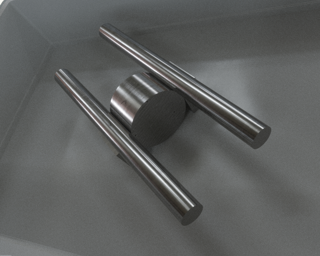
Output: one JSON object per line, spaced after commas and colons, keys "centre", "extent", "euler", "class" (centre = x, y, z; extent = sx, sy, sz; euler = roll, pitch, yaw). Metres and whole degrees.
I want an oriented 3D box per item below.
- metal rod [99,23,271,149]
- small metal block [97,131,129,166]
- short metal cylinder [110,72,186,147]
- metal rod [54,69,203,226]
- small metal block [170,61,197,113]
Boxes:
{"centre": [0.006, -0.069, 0.378], "extent": [0.025, 0.025, 0.300], "euler": [-45, 51, -4], "class": "metal rod"}
{"centre": [-0.046, 0.022, 0.397], "extent": [0.025, 0.050, 0.050], "euler": [-45, 51, -3], "class": "small metal block"}
{"centre": [-0.015, -0.023, 0.389], "extent": [0.080, 0.080, 0.050], "euler": [-45, 51, -3], "class": "short metal cylinder"}
{"centre": [-0.059, 0.000, 0.370], "extent": [0.025, 0.025, 0.300], "euler": [-45, 51, -4], "class": "metal rod"}
{"centre": [0.029, -0.053, 0.403], "extent": [0.025, 0.050, 0.050], "euler": [-45, 51, -3], "class": "small metal block"}
